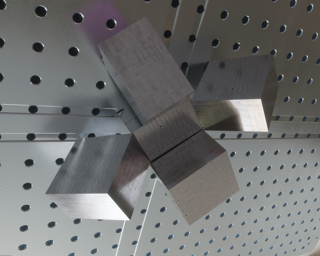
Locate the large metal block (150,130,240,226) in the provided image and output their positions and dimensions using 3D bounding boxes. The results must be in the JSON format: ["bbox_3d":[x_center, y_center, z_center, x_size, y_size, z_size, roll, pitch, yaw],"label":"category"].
[{"bbox_3d":[0.046,0.063,0.392,0.080,0.050,0.080,-33,130,-8],"label":"large metal block"}]

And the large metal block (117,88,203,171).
[{"bbox_3d":[0.005,0.000,0.397,0.080,0.050,0.080,-33,129,-7],"label":"large metal block"}]

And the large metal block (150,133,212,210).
[{"bbox_3d":[0.034,0.057,0.447,0.080,0.050,0.080,-33,128,-8],"label":"large metal block"}]

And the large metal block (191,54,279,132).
[{"bbox_3d":[0.094,-0.042,0.380,0.080,0.080,0.050,-63,140,-36],"label":"large metal block"}]

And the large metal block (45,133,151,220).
[{"bbox_3d":[-0.067,0.055,0.353,0.080,0.080,0.050,-6,133,25],"label":"large metal block"}]

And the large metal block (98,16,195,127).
[{"bbox_3d":[-0.015,-0.051,0.315,0.050,0.080,0.080,-33,90,-7],"label":"large metal block"}]
